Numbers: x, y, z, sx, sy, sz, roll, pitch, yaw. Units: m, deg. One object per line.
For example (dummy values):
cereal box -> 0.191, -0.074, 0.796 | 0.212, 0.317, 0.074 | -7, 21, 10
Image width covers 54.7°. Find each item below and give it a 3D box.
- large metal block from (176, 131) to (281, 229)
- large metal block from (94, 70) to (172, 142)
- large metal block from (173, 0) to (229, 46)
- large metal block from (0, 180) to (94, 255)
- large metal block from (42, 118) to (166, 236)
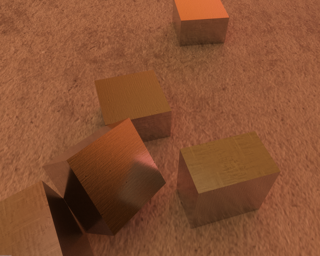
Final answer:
large metal block -> 0.065, 0.055, 0.322 | 0.081, 0.080, 0.050 | -13, 52, -11
large metal block -> -0.036, -0.025, 0.408 | 0.081, 0.050, 0.080 | -13, 51, -11
large metal block -> 0.069, -0.192, 0.550 | 0.081, 0.050, 0.080 | -6, 50, -5
large metal block -> -0.099, 0.106, 0.272 | 0.050, 0.080, 0.080 | -28, 55, -7
large metal block -> -0.052, 0.047, 0.310 | 0.050, 0.080, 0.080 | -16, 17, 46
